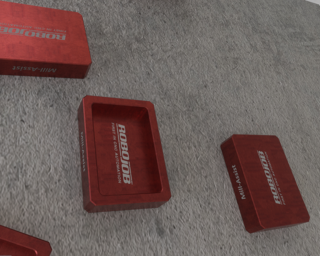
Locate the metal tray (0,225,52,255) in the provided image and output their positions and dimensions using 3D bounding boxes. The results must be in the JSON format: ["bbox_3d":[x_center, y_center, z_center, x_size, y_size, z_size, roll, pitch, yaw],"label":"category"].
[{"bbox_3d":[-0.153,0.139,0.233,0.090,0.030,0.130,26,53,-12],"label":"metal tray"}]

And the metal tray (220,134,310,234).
[{"bbox_3d":[0.145,0.073,0.433,0.091,0.030,0.130,2,61,-27],"label":"metal tray"}]

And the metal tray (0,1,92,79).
[{"bbox_3d":[-0.158,-0.108,0.381,0.131,0.030,0.090,-2,63,-29],"label":"metal tray"}]

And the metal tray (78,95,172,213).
[{"bbox_3d":[-0.044,0.027,0.359,0.091,0.030,0.130,3,60,-27],"label":"metal tray"}]
